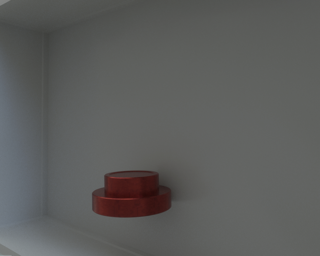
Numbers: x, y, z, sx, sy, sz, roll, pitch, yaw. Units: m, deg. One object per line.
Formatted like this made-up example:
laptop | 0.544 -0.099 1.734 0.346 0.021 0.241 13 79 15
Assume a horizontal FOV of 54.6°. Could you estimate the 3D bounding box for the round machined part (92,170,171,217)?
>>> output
round machined part | -0.035 0.078 0.390 0.098 0.099 0.042 -2 89 40
